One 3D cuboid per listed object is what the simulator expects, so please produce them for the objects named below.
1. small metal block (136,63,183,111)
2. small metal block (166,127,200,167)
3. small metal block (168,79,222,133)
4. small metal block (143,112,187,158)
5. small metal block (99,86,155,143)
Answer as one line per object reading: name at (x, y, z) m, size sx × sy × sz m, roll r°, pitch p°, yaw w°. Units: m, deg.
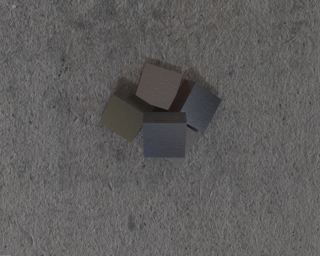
small metal block at (-0.002, -0.053, 0.411) m, size 0.050 × 0.025 × 0.050 m, roll 17°, pitch 90°, yaw -1°
small metal block at (0.017, 0.016, 0.412) m, size 0.050 × 0.025 × 0.050 m, roll 33°, pitch 90°, yaw -1°
small metal block at (0.045, -0.028, 0.401) m, size 0.050 × 0.025 × 0.050 m, roll 28°, pitch 90°, yaw -34°
small metal block at (0.005, 0.008, 0.375) m, size 0.050 × 0.025 × 0.050 m, roll 0°, pitch 123°, yaw -1°
small metal block at (-0.043, -0.017, 0.399) m, size 0.050 × 0.025 × 0.050 m, roll 33°, pitch 126°, yaw -2°
